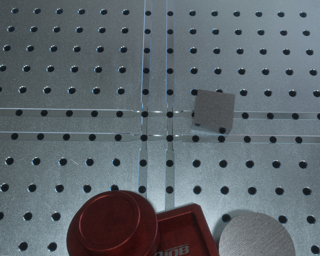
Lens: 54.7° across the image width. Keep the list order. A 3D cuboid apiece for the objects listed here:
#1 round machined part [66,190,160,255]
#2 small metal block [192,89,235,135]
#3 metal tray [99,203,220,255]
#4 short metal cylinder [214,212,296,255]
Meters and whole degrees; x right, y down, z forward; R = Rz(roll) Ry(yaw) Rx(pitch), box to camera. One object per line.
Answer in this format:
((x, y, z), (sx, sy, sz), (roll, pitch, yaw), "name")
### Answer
((-0.051, 0.107, 0.329), (0.099, 0.042, 0.098), (-5, 44, 5), "round machined part")
((0.072, -0.021, 0.420), (0.050, 0.025, 0.050), (9, 70, 3), "small metal block")
((-0.005, 0.143, 0.335), (0.131, 0.030, 0.090), (-15, 44, -5), "metal tray")
((0.102, 0.138, 0.349), (0.081, 0.050, 0.080), (0, 70, 0), "short metal cylinder")
